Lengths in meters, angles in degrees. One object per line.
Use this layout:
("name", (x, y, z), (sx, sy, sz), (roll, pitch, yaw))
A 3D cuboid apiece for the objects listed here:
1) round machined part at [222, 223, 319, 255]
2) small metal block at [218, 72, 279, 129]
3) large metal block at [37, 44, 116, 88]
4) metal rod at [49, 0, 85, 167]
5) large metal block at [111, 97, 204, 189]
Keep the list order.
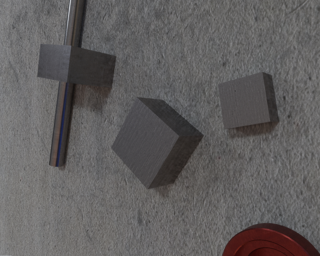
("round machined part", (0.113, 0.142, 0.301), (0.098, 0.042, 0.097), (0, 90, 40))
("small metal block", (0.093, -0.027, 0.328), (0.050, 0.025, 0.050), (-12, 83, 39))
("large metal block", (-0.127, -0.094, 0.474), (0.080, 0.081, 0.050), (15, 100, 39))
("metal rod", (-0.162, -0.079, 0.538), (0.025, 0.025, 0.298), (16, 100, 39))
("large metal block", (-0.006, 0.018, 0.393), (0.080, 0.050, 0.080), (43, 116, 31))
